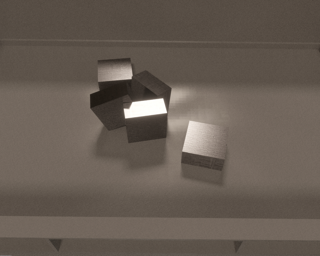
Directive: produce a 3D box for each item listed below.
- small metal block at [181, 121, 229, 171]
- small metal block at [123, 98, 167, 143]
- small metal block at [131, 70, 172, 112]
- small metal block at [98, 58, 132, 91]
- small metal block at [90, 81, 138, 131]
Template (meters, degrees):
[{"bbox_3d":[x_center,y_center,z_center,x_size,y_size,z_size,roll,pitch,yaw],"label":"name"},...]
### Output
[{"bbox_3d":[0.057,0.022,0.388,0.050,0.025,0.050,11,51,8],"label":"small metal block"},{"bbox_3d":[-0.019,-0.009,0.396,0.050,0.050,0.025,-8,51,-7],"label":"small metal block"},{"bbox_3d":[-0.013,-0.043,0.423,0.025,0.050,0.050,-31,57,-32],"label":"small metal block"},{"bbox_3d":[-0.067,-0.080,0.471,0.050,0.025,0.050,-6,50,-6],"label":"small metal block"},{"bbox_3d":[-0.056,-0.028,0.402,0.050,0.050,0.025,-19,50,9],"label":"small metal block"}]
